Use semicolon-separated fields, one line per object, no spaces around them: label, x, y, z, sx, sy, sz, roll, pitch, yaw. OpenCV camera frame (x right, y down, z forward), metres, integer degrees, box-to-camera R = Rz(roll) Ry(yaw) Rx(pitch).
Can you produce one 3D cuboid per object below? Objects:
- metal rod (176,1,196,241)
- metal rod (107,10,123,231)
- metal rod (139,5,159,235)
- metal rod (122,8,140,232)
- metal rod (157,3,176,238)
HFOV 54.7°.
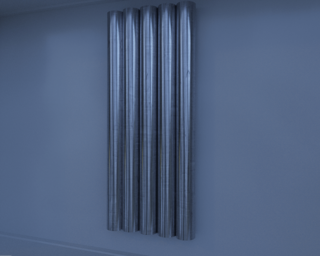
metal rod;0.033;-0.009;0.397;0.025;0.025;0.298;0;90;20
metal rod;-0.061;-0.010;0.431;0.025;0.025;0.298;0;90;20
metal rod;-0.015;-0.010;0.414;0.025;0.025;0.298;0;90;20
metal rod;-0.039;-0.011;0.423;0.025;0.025;0.298;0;90;20
metal rod;0.010;-0.010;0.406;0.025;0.025;0.298;0;90;20
